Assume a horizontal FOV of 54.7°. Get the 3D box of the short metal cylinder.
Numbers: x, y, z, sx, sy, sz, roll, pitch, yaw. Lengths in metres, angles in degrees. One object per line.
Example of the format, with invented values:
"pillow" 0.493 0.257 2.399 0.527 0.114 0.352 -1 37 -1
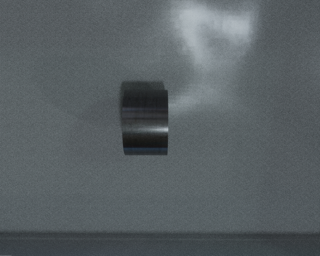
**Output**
"short metal cylinder" -0.016 -0.007 0.377 0.050 0.080 0.079 0 110 -1
